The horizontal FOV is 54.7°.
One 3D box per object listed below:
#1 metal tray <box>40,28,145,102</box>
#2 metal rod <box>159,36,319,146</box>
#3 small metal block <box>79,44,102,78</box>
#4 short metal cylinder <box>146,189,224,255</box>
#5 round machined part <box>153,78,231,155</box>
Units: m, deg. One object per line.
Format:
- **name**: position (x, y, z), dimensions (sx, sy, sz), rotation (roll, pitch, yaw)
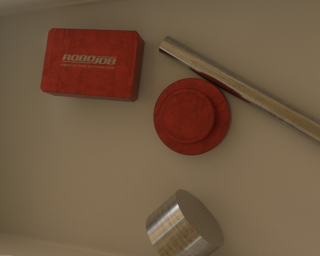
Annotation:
- **metal tray**: position (-0.092, -0.087, 0.425), dimensions (0.131, 0.030, 0.089), rotation (6, 85, 12)
- **metal rod**: position (0.126, -0.030, 0.365), dimensions (0.300, 0.025, 0.025), rotation (34, 101, 16)
- **small metal block**: position (-0.090, -0.085, 0.441), dimensions (0.050, 0.025, 0.050), rotation (-28, 81, 17)
- **short metal cylinder**: position (0.030, 0.121, 0.370), dimensions (0.050, 0.080, 0.080), rotation (-45, 77, 14)
- **round machined part**: position (0.037, -0.014, 0.388), dimensions (0.098, 0.042, 0.097), rotation (0, 90, 19)
